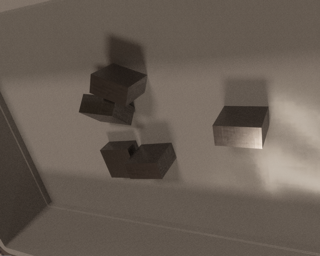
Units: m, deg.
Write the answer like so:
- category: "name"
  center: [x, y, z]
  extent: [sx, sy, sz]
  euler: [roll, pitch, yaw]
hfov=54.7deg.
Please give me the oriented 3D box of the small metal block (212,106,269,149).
- category: "small metal block"
  center: [0.091, -0.002, 0.343]
  extent: [0.050, 0.050, 0.025]
  euler: [3, 120, 26]

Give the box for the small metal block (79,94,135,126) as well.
- category: "small metal block"
  center: [-0.069, -0.024, 0.410]
  extent: [0.050, 0.050, 0.025]
  euler: [7, 80, 24]

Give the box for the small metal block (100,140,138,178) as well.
- category: "small metal block"
  center: [-0.055, 0.047, 0.465]
  extent: [0.050, 0.025, 0.050]
  euler: [-4, 117, 30]

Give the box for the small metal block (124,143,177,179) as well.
- category: "small metal block"
  center: [-0.012, 0.045, 0.425]
  extent: [0.050, 0.050, 0.025]
  euler: [-5, 116, 30]

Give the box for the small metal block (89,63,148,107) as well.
- category: "small metal block"
  center: [-0.051, -0.055, 0.383]
  extent: [0.050, 0.050, 0.025]
  euler: [21, 123, 15]
